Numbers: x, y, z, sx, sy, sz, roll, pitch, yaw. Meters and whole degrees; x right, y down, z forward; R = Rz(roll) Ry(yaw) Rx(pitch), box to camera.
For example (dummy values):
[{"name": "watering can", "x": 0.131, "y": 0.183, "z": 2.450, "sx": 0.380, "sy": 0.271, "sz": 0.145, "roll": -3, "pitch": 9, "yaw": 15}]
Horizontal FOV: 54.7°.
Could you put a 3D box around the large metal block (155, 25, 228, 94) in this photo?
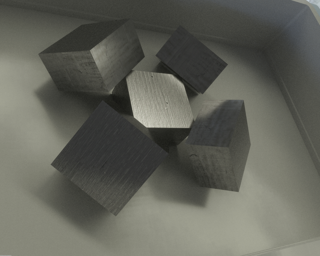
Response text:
[{"name": "large metal block", "x": 0.044, "y": -0.093, "z": 0.441, "sx": 0.080, "sy": 0.050, "sz": 0.080, "roll": 39, "pitch": 8, "yaw": -1}]

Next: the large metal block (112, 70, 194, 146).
[{"name": "large metal block", "x": -0.010, "y": -0.024, "z": 0.395, "sx": 0.081, "sy": 0.050, "sz": 0.080, "roll": 1, "pitch": 62, "yaw": -28}]

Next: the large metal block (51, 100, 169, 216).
[{"name": "large metal block", "x": -0.047, "y": 0.027, "z": 0.319, "sx": 0.080, "sy": 0.050, "sz": 0.080, "roll": 39, "pitch": 95, "yaw": -2}]

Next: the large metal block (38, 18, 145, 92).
[{"name": "large metal block", "x": -0.078, "y": -0.086, "z": 0.368, "sx": 0.080, "sy": 0.080, "sz": 0.050, "roll": -54, "pitch": 137, "yaw": -39}]

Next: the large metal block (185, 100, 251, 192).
[{"name": "large metal block", "x": 0.077, "y": 0.021, "z": 0.388, "sx": 0.080, "sy": 0.050, "sz": 0.080, "roll": -62, "pitch": 144, "yaw": -39}]
